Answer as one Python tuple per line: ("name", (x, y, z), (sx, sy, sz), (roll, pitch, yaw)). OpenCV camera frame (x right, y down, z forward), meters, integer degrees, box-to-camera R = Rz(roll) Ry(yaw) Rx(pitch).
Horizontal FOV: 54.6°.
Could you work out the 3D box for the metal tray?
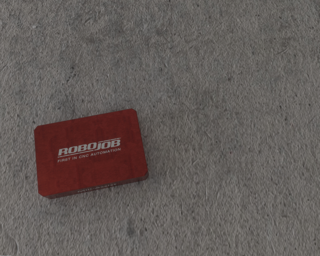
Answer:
("metal tray", (-0.086, 0.032, 0.393), (0.131, 0.030, 0.090), (-11, 70, -4))
